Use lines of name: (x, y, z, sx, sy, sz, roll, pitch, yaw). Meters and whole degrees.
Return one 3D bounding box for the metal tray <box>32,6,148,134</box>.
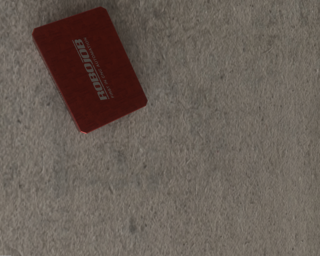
metal tray: (-0.083, -0.069, 0.376, 0.091, 0.030, 0.129, -27, 99, -18)
